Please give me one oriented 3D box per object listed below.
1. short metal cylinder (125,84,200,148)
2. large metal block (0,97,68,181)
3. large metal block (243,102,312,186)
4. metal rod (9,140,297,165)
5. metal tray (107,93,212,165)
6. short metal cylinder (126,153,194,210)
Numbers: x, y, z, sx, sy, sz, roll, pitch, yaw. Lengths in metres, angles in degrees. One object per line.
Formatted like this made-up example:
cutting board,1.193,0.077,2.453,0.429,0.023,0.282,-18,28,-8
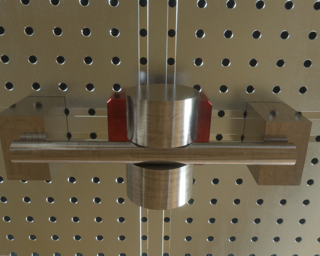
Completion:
short metal cylinder,0.002,-0.017,0.346,0.081,0.080,0.050,1,110,-1
large metal block,-0.152,0.010,0.385,0.050,0.080,0.079,1,110,0
large metal block,0.141,0.017,0.390,0.050,0.080,0.079,1,110,0
metal rod,-0.006,0.027,0.337,0.302,0.025,0.025,1,110,-1
metal tray,-0.001,0.002,0.411,0.131,0.030,0.089,1,110,-1
short metal cylinder,0.000,0.054,0.372,0.081,0.080,0.050,1,110,-1
